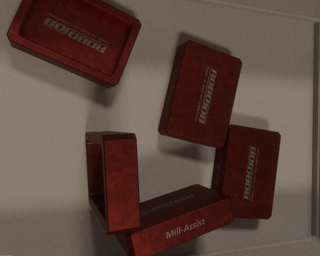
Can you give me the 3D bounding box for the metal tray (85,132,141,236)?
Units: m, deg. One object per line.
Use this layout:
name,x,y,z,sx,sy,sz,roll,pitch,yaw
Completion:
metal tray,-0.056,0.050,0.335,0.030,0.130,0.089,-3,91,-20

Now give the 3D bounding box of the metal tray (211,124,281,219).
metal tray,0.126,0.064,0.456,0.091,0.030,0.129,9,87,-20

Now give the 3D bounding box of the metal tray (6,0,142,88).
metal tray,-0.099,-0.114,0.371,0.131,0.030,0.090,23,82,-19

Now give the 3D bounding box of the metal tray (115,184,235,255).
metal tray,0.013,0.110,0.381,0.131,0.090,0.030,-14,95,-20

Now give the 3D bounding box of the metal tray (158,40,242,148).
metal tray,0.057,-0.044,0.430,0.091,0.030,0.129,15,85,-20
